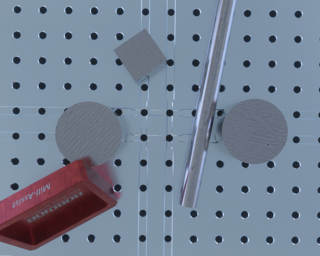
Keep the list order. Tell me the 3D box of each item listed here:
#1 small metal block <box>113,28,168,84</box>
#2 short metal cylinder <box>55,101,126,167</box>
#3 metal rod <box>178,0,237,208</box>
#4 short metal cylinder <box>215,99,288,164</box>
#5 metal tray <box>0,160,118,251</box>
[{"bbox_3d":[-0.025,-0.095,0.413,0.050,0.025,0.050,-35,90,0],"label":"small metal block"},{"bbox_3d":[-0.087,0.007,0.400,0.081,0.050,0.079,0,90,0],"label":"short metal cylinder"},{"bbox_3d":[0.065,-0.044,0.413,0.025,0.025,0.298,11,90,0],"label":"metal rod"},{"bbox_3d":[0.116,0.004,0.402,0.081,0.050,0.079,0,90,0],"label":"short metal cylinder"},{"bbox_3d":[-0.129,0.098,0.379,0.130,0.090,0.030,-29,54,0],"label":"metal tray"}]
